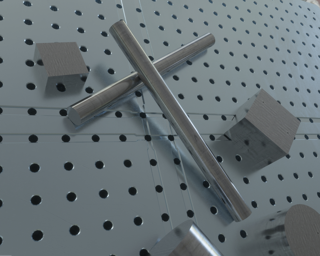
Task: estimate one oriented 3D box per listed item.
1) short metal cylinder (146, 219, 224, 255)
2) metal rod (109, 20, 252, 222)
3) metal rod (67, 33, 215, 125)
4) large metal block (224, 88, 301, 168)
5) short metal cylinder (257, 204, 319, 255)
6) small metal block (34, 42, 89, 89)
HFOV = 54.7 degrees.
[{"bbox_3d":[0.019,0.136,0.300,0.050,0.080,0.080,48,51,5],"label":"short metal cylinder"},{"bbox_3d":[0.025,-0.011,0.406,0.025,0.025,0.299,-31,85,-38],"label":"metal rod"},{"bbox_3d":[-0.007,-0.085,0.456,0.025,0.025,0.302,48,51,5],"label":"metal rod"},{"bbox_3d":[0.159,-0.001,0.478,0.080,0.050,0.080,41,51,0],"label":"large metal block"},{"bbox_3d":[0.173,0.144,0.397,0.081,0.050,0.080,14,56,-21],"label":"short metal cylinder"},{"bbox_3d":[-0.124,-0.080,0.390,0.050,0.025,0.050,-13,69,-33],"label":"small metal block"}]
